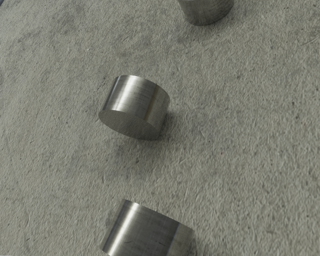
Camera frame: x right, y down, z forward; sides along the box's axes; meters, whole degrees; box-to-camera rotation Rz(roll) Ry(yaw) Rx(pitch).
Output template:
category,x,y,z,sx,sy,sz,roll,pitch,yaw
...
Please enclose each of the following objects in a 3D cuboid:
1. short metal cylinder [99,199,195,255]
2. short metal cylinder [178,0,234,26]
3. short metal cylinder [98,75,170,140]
category,x,y,z,sx,sy,sz,roll,pitch,yaw
short metal cylinder,-0.012,0.110,0.307,0.080,0.080,0.050,12,68,33
short metal cylinder,0.069,-0.206,0.478,0.080,0.050,0.080,-13,56,21
short metal cylinder,-0.032,-0.024,0.401,0.080,0.080,0.050,5,65,30
